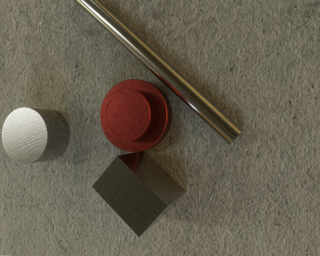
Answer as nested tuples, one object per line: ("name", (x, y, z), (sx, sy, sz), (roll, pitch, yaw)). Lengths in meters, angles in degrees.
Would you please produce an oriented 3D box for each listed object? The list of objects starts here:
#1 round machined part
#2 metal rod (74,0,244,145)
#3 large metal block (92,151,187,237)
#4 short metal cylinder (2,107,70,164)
("round machined part", (-0.037, -0.016, 0.412), (0.098, 0.042, 0.097), (0, 90, 19))
("metal rod", (-0.011, -0.090, 0.411), (0.300, 0.025, 0.025), (45, 104, 14))
("large metal block", (-0.023, 0.076, 0.387), (0.080, 0.080, 0.050), (43, 103, 14))
("short metal cylinder", (-0.183, 0.011, 0.458), (0.080, 0.050, 0.079), (0, 90, 19))
